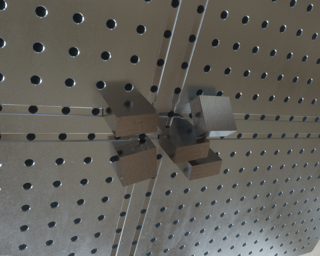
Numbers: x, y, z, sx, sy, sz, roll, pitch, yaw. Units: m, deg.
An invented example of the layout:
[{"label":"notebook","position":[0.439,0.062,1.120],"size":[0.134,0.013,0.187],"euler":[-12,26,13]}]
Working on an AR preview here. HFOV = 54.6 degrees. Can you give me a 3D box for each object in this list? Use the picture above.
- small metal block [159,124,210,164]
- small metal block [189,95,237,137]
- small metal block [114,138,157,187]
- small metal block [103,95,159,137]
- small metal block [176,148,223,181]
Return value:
[{"label":"small metal block","position":[0.032,0.020,0.424],"size":[0.050,0.050,0.025],"euler":[-8,122,-24]},{"label":"small metal block","position":[0.072,-0.016,0.421],"size":[0.050,0.050,0.025],"euler":[0,161,-28]},{"label":"small metal block","position":[-0.032,0.046,0.422],"size":[0.050,0.025,0.050],"euler":[-14,124,-20]},{"label":"small metal block","position":[-0.035,-0.015,0.366],"size":[0.050,0.050,0.025],"euler":[-7,122,-25]},{"label":"small metal block","position":[0.054,0.047,0.453],"size":[0.050,0.050,0.025],"euler":[-7,122,-25]}]
